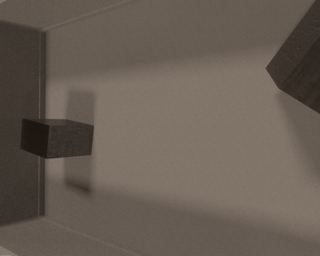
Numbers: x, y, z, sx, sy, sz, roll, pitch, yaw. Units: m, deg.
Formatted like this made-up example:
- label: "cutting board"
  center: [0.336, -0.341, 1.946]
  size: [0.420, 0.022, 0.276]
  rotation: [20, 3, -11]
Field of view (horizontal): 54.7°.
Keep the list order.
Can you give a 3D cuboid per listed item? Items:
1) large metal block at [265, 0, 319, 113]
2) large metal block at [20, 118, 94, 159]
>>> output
- label: "large metal block"
  center: [0.136, -0.061, 0.249]
  size: [0.050, 0.080, 0.080]
  rotation: [32, 114, -2]
- label: "large metal block"
  center: [-0.168, 0.015, 0.506]
  size: [0.080, 0.081, 0.050]
  rotation: [11, 97, 39]
